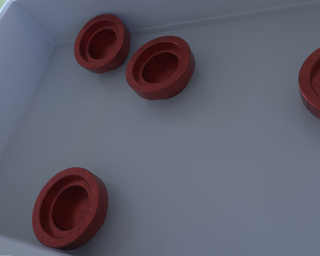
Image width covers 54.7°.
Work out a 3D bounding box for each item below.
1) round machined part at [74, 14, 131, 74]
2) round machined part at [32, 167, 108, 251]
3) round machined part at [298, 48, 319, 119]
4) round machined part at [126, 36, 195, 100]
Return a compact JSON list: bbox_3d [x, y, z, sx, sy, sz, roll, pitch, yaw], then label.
[{"bbox_3d":[-0.091,-0.135,0.517,0.098,0.042,0.098,-7,72,24],"label":"round machined part"},{"bbox_3d":[-0.106,0.102,0.388,0.098,0.042,0.098,-13,56,21],"label":"round machined part"},{"bbox_3d":[0.197,-0.043,0.317,0.098,0.042,0.098,-13,56,21],"label":"round machined part"},{"bbox_3d":[0.004,-0.080,0.442,0.098,0.042,0.098,-13,56,21],"label":"round machined part"}]
